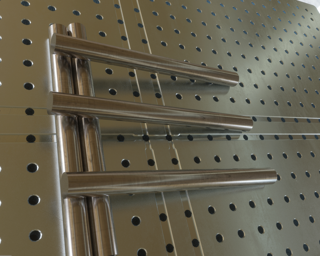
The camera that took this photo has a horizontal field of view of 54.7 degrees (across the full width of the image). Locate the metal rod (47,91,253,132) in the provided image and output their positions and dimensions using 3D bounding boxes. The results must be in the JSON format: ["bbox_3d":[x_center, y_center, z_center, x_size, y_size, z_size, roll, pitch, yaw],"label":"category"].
[{"bbox_3d":[0.011,-0.016,0.406,0.302,0.025,0.025,5,60,-33],"label":"metal rod"}]

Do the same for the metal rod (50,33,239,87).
[{"bbox_3d":[0.000,-0.091,0.447,0.302,0.025,0.025,4,60,-33],"label":"metal rod"}]

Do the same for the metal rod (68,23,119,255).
[{"bbox_3d":[-0.084,-0.005,0.366,0.025,0.025,0.299,1,61,-28],"label":"metal rod"}]

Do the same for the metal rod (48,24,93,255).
[{"bbox_3d":[-0.105,0.001,0.351,0.025,0.025,0.299,1,61,-28],"label":"metal rod"}]

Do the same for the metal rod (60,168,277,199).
[{"bbox_3d":[0.036,0.062,0.373,0.302,0.025,0.025,4,60,-34],"label":"metal rod"}]
